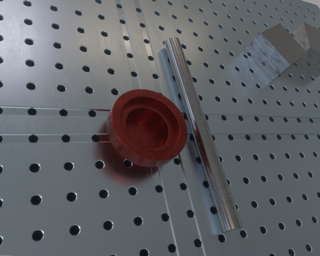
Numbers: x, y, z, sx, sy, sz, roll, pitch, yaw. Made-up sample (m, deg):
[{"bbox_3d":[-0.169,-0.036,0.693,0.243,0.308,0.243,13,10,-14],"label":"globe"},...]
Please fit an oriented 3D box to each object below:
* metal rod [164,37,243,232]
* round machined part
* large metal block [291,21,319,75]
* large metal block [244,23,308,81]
[{"bbox_3d":[0.054,-0.007,0.441,0.025,0.025,0.299,-1,62,-29],"label":"metal rod"},{"bbox_3d":[-0.019,0.003,0.385,0.099,0.042,0.098,14,56,-21],"label":"round machined part"},{"bbox_3d":[0.331,-0.173,0.675,0.081,0.050,0.080,17,55,-18],"label":"large metal block"},{"bbox_3d":[0.226,-0.149,0.604,0.081,0.050,0.080,-32,80,-38],"label":"large metal block"}]
